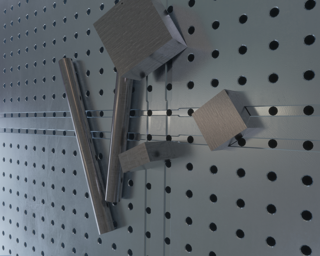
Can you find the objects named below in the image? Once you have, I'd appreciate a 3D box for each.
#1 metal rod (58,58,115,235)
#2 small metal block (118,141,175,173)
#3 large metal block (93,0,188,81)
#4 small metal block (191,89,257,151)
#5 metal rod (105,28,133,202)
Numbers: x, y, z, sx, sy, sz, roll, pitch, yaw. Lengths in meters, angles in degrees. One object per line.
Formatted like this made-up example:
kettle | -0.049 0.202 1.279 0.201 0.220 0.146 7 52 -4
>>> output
metal rod | -0.124 0.021 0.511 0.025 0.025 0.299 -27 73 36
small metal block | -0.017 0.038 0.407 0.050 0.050 0.025 -27 73 37
large metal block | -0.025 -0.118 0.395 0.080 0.050 0.080 -32 79 22
small metal block | 0.072 -0.008 0.350 0.050 0.025 0.050 -39 66 33
metal rod | -0.055 -0.040 0.454 0.025 0.025 0.298 10 97 39
